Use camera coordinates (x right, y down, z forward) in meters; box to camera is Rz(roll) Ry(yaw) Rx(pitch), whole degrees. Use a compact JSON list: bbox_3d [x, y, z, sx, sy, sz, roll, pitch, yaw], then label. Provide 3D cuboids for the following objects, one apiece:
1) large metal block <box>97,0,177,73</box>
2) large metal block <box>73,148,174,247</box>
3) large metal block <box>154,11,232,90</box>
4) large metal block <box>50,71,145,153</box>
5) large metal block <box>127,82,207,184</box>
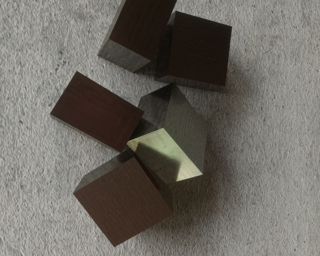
[{"bbox_3d":[-0.030,-0.119,0.368,0.050,0.080,0.080,24,82,-19],"label":"large metal block"},{"bbox_3d":[-0.040,0.078,0.366,0.080,0.050,0.080,-32,102,7],"label":"large metal block"},{"bbox_3d":[0.043,-0.098,0.411,0.081,0.050,0.080,8,87,-20],"label":"large metal block"},{"bbox_3d":[-0.074,-0.015,0.351,0.080,0.080,0.050,31,80,-16],"label":"large metal block"},{"bbox_3d":[0.012,0.007,0.369,0.080,0.050,0.080,50,35,-30],"label":"large metal block"}]
